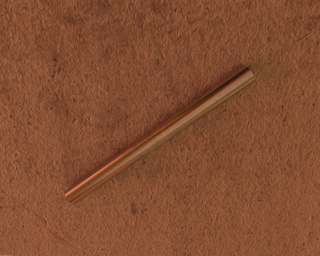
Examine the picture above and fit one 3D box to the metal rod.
[{"bbox_3d":[-0.007,0.015,0.417,0.300,0.025,0.025,-35,107,11],"label":"metal rod"}]
